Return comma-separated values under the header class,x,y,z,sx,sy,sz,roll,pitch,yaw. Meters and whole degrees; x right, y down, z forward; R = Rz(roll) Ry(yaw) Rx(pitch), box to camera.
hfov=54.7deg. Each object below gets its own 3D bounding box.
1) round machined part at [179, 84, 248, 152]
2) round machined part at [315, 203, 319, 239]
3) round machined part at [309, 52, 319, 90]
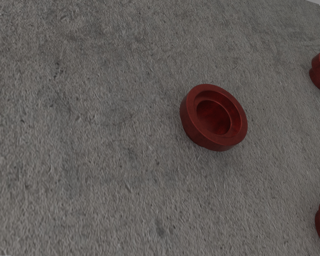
class,x,y,z,sx,sy,sz,roll,pitch,yaw
round machined part,0.071,-0.011,0.437,0.099,0.042,0.098,14,56,-21
round machined part,0.266,0.144,0.448,0.099,0.042,0.098,14,56,-21
round machined part,0.357,-0.112,0.653,0.099,0.042,0.098,14,56,-21
